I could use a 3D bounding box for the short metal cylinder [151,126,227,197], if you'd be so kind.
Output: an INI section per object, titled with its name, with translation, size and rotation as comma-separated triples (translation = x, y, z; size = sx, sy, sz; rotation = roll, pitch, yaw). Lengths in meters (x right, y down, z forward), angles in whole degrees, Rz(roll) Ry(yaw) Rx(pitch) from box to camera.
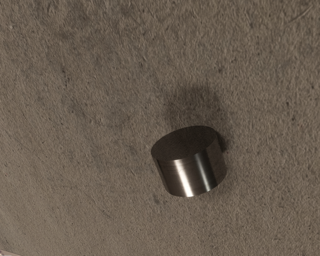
[short metal cylinder]
translation = 0.035, 0.038, 0.375
size = 0.080, 0.080, 0.050
rotation = -7, 115, 31
